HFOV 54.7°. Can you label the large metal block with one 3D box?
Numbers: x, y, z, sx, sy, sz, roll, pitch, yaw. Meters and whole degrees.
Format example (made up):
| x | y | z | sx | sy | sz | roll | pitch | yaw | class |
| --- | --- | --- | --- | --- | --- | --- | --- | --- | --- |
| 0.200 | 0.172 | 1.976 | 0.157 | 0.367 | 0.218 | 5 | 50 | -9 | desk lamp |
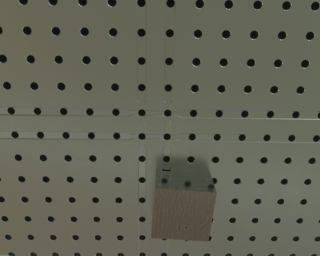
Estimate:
| x | y | z | sx | sy | sz | roll | pitch | yaw | class |
| --- | --- | --- | --- | --- | --- | --- | --- | --- | --- |
| 0.031 | 0.110 | 0.441 | 0.081 | 0.050 | 0.079 | 4 | 110 | -2 | large metal block |
